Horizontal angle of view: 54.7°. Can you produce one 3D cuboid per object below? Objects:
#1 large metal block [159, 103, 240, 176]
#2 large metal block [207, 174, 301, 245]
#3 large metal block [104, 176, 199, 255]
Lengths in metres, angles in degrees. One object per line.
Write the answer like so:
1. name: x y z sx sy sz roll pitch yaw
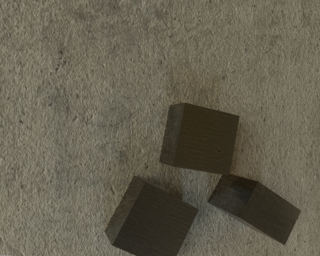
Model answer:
1. large metal block: 0.052 0.015 0.415 0.081 0.050 0.080 12 86 -20
2. large metal block: 0.127 0.108 0.427 0.080 0.080 0.050 34 79 -17
3. large metal block: -0.011 0.117 0.392 0.080 0.050 0.080 31 80 -18
